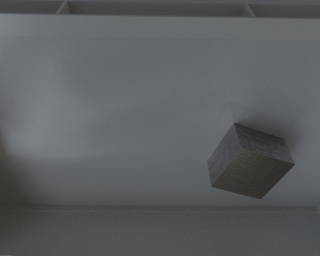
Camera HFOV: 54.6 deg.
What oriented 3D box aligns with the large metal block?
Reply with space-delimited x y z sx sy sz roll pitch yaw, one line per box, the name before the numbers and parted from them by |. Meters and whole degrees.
large metal block | 0.123 0.048 0.435 0.080 0.050 0.080 16 128 -14
